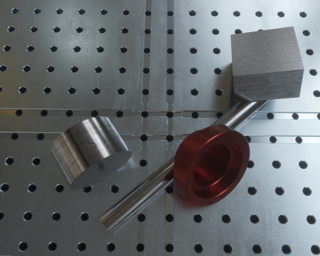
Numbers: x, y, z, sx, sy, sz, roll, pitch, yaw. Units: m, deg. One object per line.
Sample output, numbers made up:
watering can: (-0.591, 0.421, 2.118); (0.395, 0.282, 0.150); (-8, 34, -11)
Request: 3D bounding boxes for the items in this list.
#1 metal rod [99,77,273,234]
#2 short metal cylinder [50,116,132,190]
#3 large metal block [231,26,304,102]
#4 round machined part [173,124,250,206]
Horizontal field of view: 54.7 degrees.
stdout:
metal rod: (0.050, 0.025, 0.402); (0.301, 0.025, 0.025); (-38, 75, -13)
short metal cylinder: (-0.081, 0.030, 0.371); (0.080, 0.080, 0.050); (-31, 73, -11)
large metal block: (0.137, -0.083, 0.409); (0.080, 0.050, 0.080); (-4, 53, 14)
round machined part: (0.056, 0.040, 0.369); (0.098, 0.098, 0.042); (-39, 39, -13)
